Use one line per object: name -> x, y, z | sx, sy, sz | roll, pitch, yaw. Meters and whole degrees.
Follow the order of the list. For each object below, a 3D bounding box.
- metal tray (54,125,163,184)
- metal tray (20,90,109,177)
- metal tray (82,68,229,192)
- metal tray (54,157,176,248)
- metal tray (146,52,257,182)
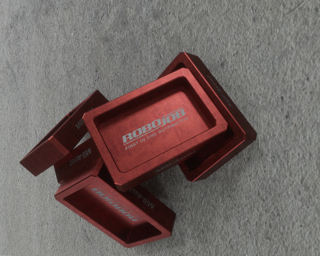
metal tray -> -0.070, 0.036, 0.420 | 0.130, 0.091, 0.030 | -31, 71, 35
metal tray -> -0.135, 0.004, 0.453 | 0.090, 0.130, 0.030 | -30, 110, 35
metal tray -> -0.005, -0.001, 0.336 | 0.131, 0.030, 0.090 | -27, 67, -11
metal tray -> -0.055, 0.100, 0.393 | 0.090, 0.130, 0.030 | -31, 26, 36
metal tray -> 0.040, -0.014, 0.369 | 0.090, 0.030, 0.130 | -46, 63, 30
